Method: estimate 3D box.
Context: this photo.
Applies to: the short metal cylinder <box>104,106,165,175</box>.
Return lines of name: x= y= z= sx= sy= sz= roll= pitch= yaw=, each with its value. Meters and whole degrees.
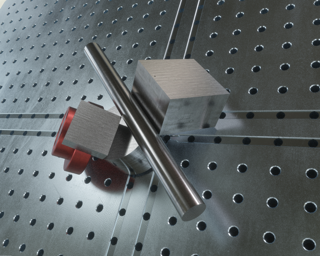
short metal cylinder: x=-0.040 y=0.014 z=0.399 sx=0.080 sy=0.050 sz=0.080 roll=-13 pitch=56 yaw=21

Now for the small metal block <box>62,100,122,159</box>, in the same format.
small metal block: x=-0.079 y=0.003 z=0.360 sx=0.025 sy=0.050 sz=0.050 roll=-34 pitch=35 yaw=61

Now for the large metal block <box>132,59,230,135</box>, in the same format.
large metal block: x=0.021 y=-0.041 z=0.373 sx=0.081 sy=0.050 sz=0.080 roll=-8 pitch=44 yaw=-30

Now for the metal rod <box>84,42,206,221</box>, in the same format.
metal rod: x=-0.035 y=-0.021 z=0.370 sx=0.025 sy=0.025 sz=0.300 roll=-37 pitch=51 yaw=3

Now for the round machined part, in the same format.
round machined part: x=-0.113 y=0.010 z=0.413 sx=0.097 sy=0.042 sz=0.098 roll=-52 pitch=27 yaw=40
